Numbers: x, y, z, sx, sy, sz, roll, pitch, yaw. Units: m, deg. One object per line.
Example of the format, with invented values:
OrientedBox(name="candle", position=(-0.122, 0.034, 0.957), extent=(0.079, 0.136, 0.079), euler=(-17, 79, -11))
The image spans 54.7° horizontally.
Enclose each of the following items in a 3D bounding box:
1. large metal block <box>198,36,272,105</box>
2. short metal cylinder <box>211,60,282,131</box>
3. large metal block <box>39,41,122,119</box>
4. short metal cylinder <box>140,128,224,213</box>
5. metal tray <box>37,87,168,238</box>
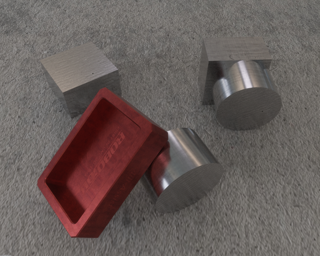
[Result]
OrientedBox(name="large metal block", position=(0.100, -0.079, 0.435), extent=(0.081, 0.080, 0.050), euler=(-2, 50, -2))
OrientedBox(name="short metal cylinder", position=(0.110, -0.041, 0.403), extent=(0.081, 0.080, 0.050), euler=(-2, 50, -2))
OrientedBox(name="large metal block", position=(-0.113, -0.071, 0.446), extent=(0.081, 0.050, 0.080), euler=(-28, 56, -22))
OrientedBox(name="short metal cylinder", position=(0.019, 0.046, 0.329), extent=(0.081, 0.080, 0.050), euler=(-22, 54, -18))
OrientedBox(name="metal tray", position=(-0.062, 0.033, 0.317), extent=(0.090, 0.030, 0.130), euler=(38, 94, 37))
